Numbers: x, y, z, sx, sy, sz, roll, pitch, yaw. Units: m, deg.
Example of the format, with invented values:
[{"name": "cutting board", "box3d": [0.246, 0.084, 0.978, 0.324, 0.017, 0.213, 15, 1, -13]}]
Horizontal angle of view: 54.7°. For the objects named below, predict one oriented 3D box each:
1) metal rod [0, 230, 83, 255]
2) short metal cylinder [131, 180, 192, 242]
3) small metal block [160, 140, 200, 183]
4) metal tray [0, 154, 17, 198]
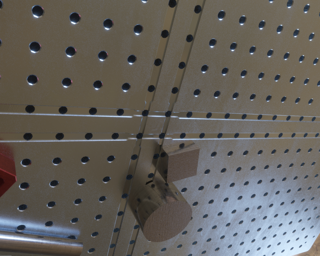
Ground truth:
[{"name": "metal rod", "box3d": [-0.230, 0.128, 0.365, 0.302, 0.025, 0.025, 24, 105, -37]}, {"name": "short metal cylinder", "box3d": [0.002, 0.127, 0.477, 0.081, 0.050, 0.079, -14, 125, -21]}, {"name": "small metal block", "box3d": [0.028, 0.049, 0.459, 0.050, 0.025, 0.050, -11, 124, -23]}, {"name": "metal tray", "box3d": [-0.229, 0.046, 0.311, 0.090, 0.030, 0.130, -45, 130, 3]}]
